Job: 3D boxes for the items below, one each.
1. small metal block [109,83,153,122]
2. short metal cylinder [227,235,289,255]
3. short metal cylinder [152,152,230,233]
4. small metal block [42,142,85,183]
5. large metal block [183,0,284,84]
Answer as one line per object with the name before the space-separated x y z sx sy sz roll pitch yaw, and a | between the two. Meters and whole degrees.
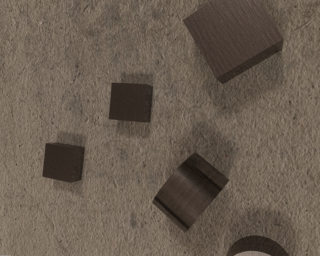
small metal block | -0.039 -0.034 0.422 0.050 0.025 0.050 5 92 19
short metal cylinder | 0.112 0.172 0.356 0.080 0.050 0.079 0 90 19
short metal cylinder | 0.037 0.076 0.366 0.050 0.080 0.080 40 102 15
small metal block | -0.142 0.050 0.458 0.050 0.025 0.050 8 93 19
large metal block | 0.086 -0.109 0.365 0.080 0.050 0.080 -30 81 17
